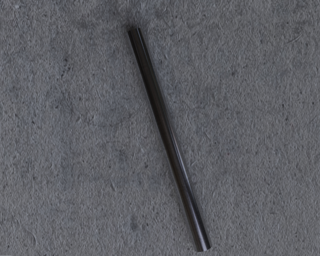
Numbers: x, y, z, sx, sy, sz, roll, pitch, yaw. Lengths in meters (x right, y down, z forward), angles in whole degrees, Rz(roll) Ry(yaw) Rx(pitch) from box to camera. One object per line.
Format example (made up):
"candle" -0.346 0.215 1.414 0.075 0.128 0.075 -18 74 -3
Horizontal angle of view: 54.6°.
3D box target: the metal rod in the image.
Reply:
"metal rod" 0.012 0.015 0.410 0.025 0.025 0.299 -18 90 0
